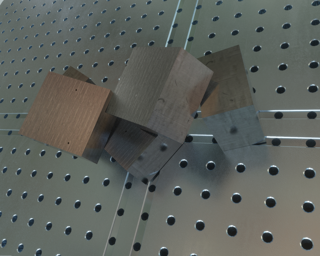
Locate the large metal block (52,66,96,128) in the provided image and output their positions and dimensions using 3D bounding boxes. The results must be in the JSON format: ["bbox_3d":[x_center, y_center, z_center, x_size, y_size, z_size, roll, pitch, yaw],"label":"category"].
[{"bbox_3d":[-0.119,-0.028,0.450,0.050,0.080,0.080,34,81,38],"label":"large metal block"}]

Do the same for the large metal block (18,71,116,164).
[{"bbox_3d":[-0.103,-0.011,0.367,0.080,0.050,0.080,18,77,13],"label":"large metal block"}]

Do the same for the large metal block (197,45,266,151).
[{"bbox_3d":[0.080,-0.031,0.349,0.050,0.080,0.080,-15,56,19],"label":"large metal block"}]

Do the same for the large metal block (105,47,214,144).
[{"bbox_3d":[-0.003,-0.037,0.326,0.080,0.050,0.080,19,84,51],"label":"large metal block"}]

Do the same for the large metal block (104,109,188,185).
[{"bbox_3d":[-0.026,0.011,0.397,0.080,0.050,0.080,-48,52,-6],"label":"large metal block"}]
